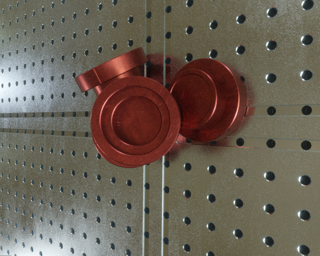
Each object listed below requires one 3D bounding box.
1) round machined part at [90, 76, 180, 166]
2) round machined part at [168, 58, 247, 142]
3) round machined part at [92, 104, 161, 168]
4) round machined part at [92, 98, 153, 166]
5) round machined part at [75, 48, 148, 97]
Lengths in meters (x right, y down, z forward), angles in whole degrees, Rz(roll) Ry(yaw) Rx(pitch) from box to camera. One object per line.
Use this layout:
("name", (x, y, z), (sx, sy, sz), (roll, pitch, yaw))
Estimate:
("round machined part", (-0.025, -0.007, 0.355), (0.099, 0.042, 0.097), (0, 89, 6))
("round machined part", (0.046, -0.032, 0.359), (0.098, 0.042, 0.097), (0, 90, 39))
("round machined part", (-0.039, 0.003, 0.398), (0.099, 0.042, 0.097), (0, 87, 2))
("round machined part", (-0.060, 0.006, 0.446), (0.098, 0.042, 0.097), (0, 90, 39))
("round machined part", (-0.059, -0.068, 0.415), (0.098, 0.099, 0.042), (-16, 106, 38))
